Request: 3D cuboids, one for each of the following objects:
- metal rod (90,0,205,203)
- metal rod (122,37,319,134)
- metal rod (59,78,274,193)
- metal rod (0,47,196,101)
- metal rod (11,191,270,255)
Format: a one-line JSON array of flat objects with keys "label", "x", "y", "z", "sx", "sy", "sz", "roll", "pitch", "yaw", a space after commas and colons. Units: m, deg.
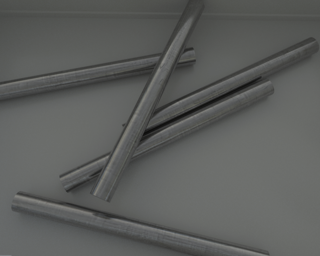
[{"label": "metal rod", "x": -0.008, "y": -0.049, "z": 0.399, "sx": 0.025, "sy": 0.025, "sz": 0.300, "roll": 23, "pitch": 71, "yaw": 8}, {"label": "metal rod", "x": 0.090, "y": -0.057, "z": 0.430, "sx": 0.302, "sy": 0.025, "sz": 0.025, "roll": -25, "pitch": 72, "yaw": -9}, {"label": "metal rod", "x": 0.016, "y": 0.006, "z": 0.407, "sx": 0.302, "sy": 0.025, "sz": 0.025, "roll": -25, "pitch": 72, "yaw": -9}, {"label": "metal rod", "x": -0.099, "y": -0.075, "z": 0.436, "sx": 0.302, "sy": 0.025, "sz": 0.025, "roll": -11, "pitch": 71, "yaw": -4}, {"label": "metal rod", "x": -0.026, "y": 0.121, "z": 0.365, "sx": 0.302, "sy": 0.025, "sz": 0.025, "roll": 12, "pitch": 71, "yaw": 4}]
